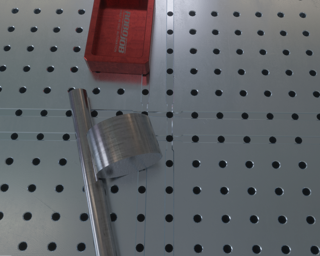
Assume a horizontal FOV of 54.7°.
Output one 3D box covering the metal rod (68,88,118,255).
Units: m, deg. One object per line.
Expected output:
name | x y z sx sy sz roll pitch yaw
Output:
metal rod | -0.077 0.088 0.378 0.025 0.025 0.299 -13 71 -5

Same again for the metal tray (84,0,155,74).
metal tray | -0.056 -0.146 0.461 0.091 0.030 0.130 4 70 1

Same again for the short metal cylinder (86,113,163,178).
short metal cylinder | -0.043 0.023 0.374 0.081 0.080 0.050 -17 71 -6
